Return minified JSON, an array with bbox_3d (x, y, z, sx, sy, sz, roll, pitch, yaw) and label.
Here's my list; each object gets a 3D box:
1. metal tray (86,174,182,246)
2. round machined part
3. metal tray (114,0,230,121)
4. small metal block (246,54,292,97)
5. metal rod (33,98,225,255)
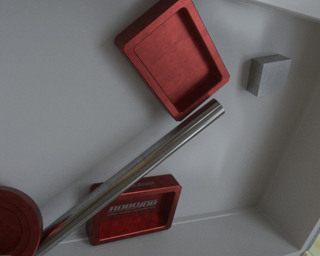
[{"bbox_3d":[-0.038,0.120,0.459,0.131,0.030,0.089,-3,120,-28],"label":"metal tray"},{"bbox_3d":[-0.184,0.114,0.349,0.099,0.042,0.097,0,90,-13],"label":"round machined part"},{"bbox_3d":[0.020,-0.079,0.368,0.090,0.030,0.130,-41,130,-1],"label":"metal tray"},{"bbox_3d":[0.157,-0.077,0.450,0.050,0.025,0.050,-13,124,-22],"label":"small metal block"},{"bbox_3d":[-0.043,0.063,0.389,0.301,0.025,0.025,-38,130,-5],"label":"metal rod"}]
